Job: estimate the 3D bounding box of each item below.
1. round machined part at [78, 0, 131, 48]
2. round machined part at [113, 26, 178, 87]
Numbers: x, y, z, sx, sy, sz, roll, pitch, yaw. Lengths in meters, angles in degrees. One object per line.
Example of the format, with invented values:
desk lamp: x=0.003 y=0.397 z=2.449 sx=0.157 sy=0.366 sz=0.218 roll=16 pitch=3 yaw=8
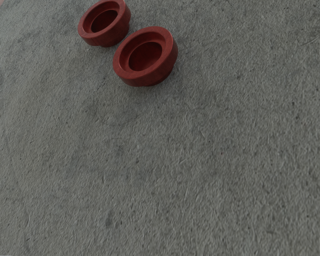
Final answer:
round machined part: x=-0.095 y=-0.184 z=0.556 sx=0.098 sy=0.042 sz=0.098 roll=-13 pitch=56 yaw=21
round machined part: x=-0.018 y=-0.101 z=0.465 sx=0.098 sy=0.042 sz=0.098 roll=-13 pitch=56 yaw=21
